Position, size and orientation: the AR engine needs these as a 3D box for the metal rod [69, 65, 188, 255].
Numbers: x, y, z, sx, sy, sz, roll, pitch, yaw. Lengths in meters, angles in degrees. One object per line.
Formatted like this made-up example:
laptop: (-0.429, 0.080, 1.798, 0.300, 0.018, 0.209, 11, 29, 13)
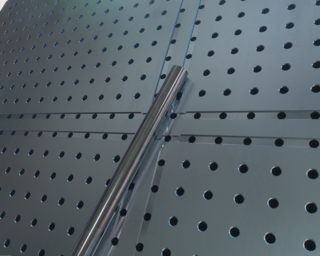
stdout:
metal rod: (-0.038, 0.045, 0.401, 0.025, 0.025, 0.300, 16, 70, 34)
